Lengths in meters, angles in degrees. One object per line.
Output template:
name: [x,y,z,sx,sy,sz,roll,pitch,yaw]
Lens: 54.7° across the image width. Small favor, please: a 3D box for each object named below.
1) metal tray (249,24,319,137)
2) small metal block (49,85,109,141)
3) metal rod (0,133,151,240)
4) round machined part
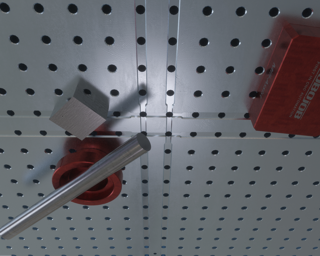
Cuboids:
metal tray: [0.171,-0.050,0.367,0.091,0.030,0.129,6,130,-5]
small metal block: [-0.103,-0.018,0.395,0.050,0.025,0.050,-37,122,27]
metal rod: [-0.132,0.092,0.433,0.299,0.025,0.025,-34,123,25]
round machined part: [-0.104,0.068,0.458,0.099,0.042,0.097,0,130,0]
